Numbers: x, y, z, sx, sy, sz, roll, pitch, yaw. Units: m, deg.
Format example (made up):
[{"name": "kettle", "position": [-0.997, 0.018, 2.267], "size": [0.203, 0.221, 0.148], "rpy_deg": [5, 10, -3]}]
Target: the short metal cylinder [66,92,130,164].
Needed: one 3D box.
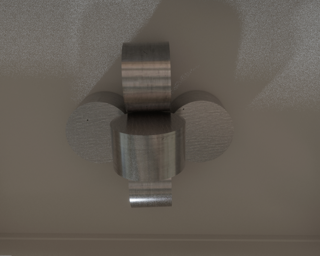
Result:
[{"name": "short metal cylinder", "position": [-0.073, -0.002, 0.395], "size": [0.081, 0.050, 0.079], "rpy_deg": [0, 110, 0]}]

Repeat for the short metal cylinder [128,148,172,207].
[{"name": "short metal cylinder", "position": [-0.012, 0.062, 0.403], "size": [0.050, 0.080, 0.079], "rpy_deg": [-2, 110, 0]}]

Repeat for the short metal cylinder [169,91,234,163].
[{"name": "short metal cylinder", "position": [0.049, -0.003, 0.395], "size": [0.081, 0.050, 0.079], "rpy_deg": [0, 110, 0]}]

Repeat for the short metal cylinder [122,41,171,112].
[{"name": "short metal cylinder", "position": [-0.014, -0.059, 0.358], "size": [0.050, 0.080, 0.079], "rpy_deg": [-2, 110, 0]}]

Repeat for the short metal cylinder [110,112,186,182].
[{"name": "short metal cylinder", "position": [-0.012, 0.017, 0.339], "size": [0.080, 0.080, 0.050], "rpy_deg": [-1, 110, 0]}]
